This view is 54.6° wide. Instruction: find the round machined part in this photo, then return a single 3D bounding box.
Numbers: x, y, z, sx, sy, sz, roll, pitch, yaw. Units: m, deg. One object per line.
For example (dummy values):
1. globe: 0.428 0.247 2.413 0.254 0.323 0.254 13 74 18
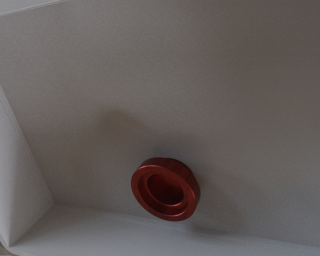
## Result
1. round machined part: 0.012 0.082 0.443 0.098 0.042 0.097 13 124 21
